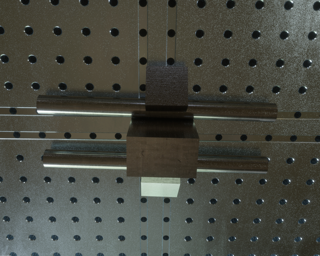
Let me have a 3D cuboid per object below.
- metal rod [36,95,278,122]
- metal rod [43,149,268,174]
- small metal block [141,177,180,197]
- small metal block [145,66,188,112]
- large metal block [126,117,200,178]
[{"bbox_3d":[-0.002,-0.025,0.399,0.302,0.025,0.025,2,110,-1],"label":"metal rod"},{"bbox_3d":[-0.005,0.046,0.427,0.302,0.025,0.025,2,110,-1],"label":"metal rod"},{"bbox_3d":[0.000,0.073,0.424,0.050,0.025,0.050,2,148,-2],"label":"small metal block"},{"bbox_3d":[0.008,-0.048,0.380,0.050,0.025,0.050,1,76,-1],"label":"small metal block"},{"bbox_3d":[0.003,0.020,0.387,0.081,0.080,0.050,2,110,-1],"label":"large metal block"}]
